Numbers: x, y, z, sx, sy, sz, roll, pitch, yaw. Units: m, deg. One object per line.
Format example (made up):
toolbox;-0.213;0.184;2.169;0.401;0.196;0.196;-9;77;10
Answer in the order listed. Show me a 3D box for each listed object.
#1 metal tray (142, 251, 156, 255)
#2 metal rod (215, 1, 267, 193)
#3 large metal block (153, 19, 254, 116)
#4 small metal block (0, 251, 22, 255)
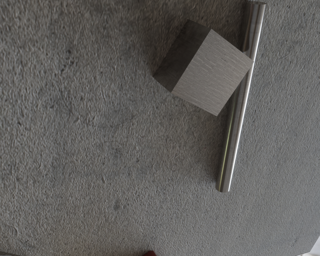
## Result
metal tray;-0.048;0.287;0.556;0.131;0.030;0.090;-31;129;-9
metal rod;0.112;-0.025;0.454;0.025;0.025;0.298;-12;124;-22
large metal block;0.052;-0.071;0.377;0.080;0.050;0.080;22;106;-37
small metal block;-0.209;0.197;0.415;0.050;0.025;0.050;-49;129;6
